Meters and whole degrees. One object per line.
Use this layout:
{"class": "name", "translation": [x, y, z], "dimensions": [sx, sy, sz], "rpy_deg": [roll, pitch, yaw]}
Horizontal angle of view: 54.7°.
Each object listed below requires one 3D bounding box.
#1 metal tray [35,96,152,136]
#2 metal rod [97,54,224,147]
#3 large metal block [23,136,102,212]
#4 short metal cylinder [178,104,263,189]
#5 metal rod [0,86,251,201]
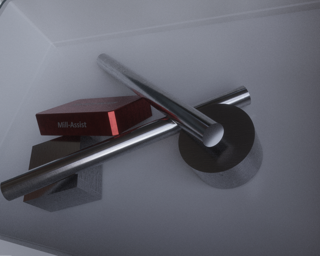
{"class": "metal tray", "translation": [-0.088, -0.018, 0.421], "dimensions": [0.130, 0.030, 0.091], "rpy_deg": [0, 18, 29]}
{"class": "metal rod", "translation": [-0.022, -0.054, 0.410], "dimensions": [0.025, 0.025, 0.300], "rpy_deg": [-46, 39, -4]}
{"class": "large metal block", "translation": [-0.125, 0.058, 0.412], "dimensions": [0.080, 0.050, 0.080], "rpy_deg": [-18, 55, 17]}
{"class": "short metal cylinder", "translation": [0.067, 0.020, 0.338], "dimensions": [0.080, 0.050, 0.080], "rpy_deg": [-13, 56, 20]}
{"class": "metal rod", "translation": [-0.037, 0.016, 0.364], "dimensions": [0.302, 0.025, 0.025], "rpy_deg": [-22, 53, -3]}
